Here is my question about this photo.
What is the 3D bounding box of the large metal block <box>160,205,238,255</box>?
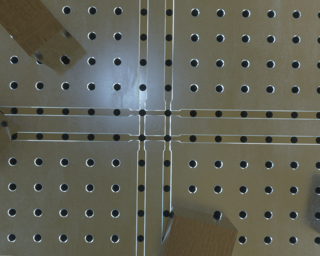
[{"bbox_3d":[0.046,0.154,0.402,0.080,0.050,0.080,15,90,-1],"label":"large metal block"}]

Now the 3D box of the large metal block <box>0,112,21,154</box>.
[{"bbox_3d":[-0.246,0.007,0.398,0.080,0.050,0.080,37,90,-1],"label":"large metal block"}]

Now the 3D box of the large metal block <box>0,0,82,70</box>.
[{"bbox_3d":[-0.153,-0.126,0.384,0.050,0.080,0.080,-41,91,0],"label":"large metal block"}]
